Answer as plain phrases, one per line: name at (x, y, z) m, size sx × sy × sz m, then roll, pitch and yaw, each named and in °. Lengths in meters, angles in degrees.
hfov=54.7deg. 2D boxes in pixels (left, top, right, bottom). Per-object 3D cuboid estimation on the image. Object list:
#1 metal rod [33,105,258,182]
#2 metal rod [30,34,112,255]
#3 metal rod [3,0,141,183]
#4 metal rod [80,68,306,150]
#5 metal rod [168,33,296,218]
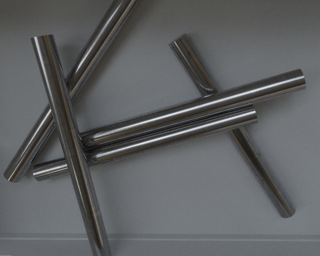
metal rod at (-0.027, 0.022, 0.403) m, size 0.301 × 0.025 × 0.025 m, roll -16°, pitch 110°, yaw 11°
metal rod at (-0.106, 0.038, 0.390) m, size 0.025 × 0.025 × 0.298 m, roll -10°, pitch 106°, yaw 3°
metal rod at (-0.117, -0.046, 0.392) m, size 0.025 × 0.025 × 0.299 m, roll 35°, pitch 106°, yaw -12°
metal rod at (0.020, -0.017, 0.385) m, size 0.301 × 0.025 × 0.025 m, roll -15°, pitch 110°, yaw 13°
metal rod at (0.105, 0.009, 0.416) m, size 0.025 × 0.025 × 0.299 m, roll -33°, pitch 107°, yaw 11°
